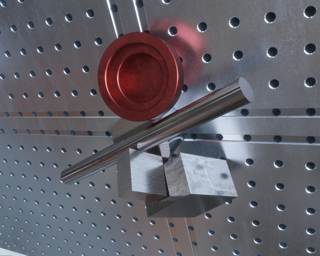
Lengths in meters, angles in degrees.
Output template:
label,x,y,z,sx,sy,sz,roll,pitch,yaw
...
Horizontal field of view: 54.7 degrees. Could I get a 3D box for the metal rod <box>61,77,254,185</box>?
label,x,y,z,sx,sy,sz,roll,pitch,yaw
metal rod,-0.029,0.019,0.371,0.299,0.025,0.025,-27,104,37

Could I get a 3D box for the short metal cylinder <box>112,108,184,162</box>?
label,x,y,z,sx,sy,sz,roll,pitch,yaw
short metal cylinder,-0.014,0.009,0.406,0.080,0.050,0.079,13,124,20

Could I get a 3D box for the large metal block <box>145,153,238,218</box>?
label,x,y,z,sx,sy,sz,roll,pitch,yaw
large metal block,0.036,0.076,0.393,0.081,0.050,0.080,13,142,-37

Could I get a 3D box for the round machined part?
label,x,y,z,sx,sy,sz,roll,pitch,yaw
round machined part,-0.019,-0.058,0.358,0.098,0.042,0.097,3,97,22

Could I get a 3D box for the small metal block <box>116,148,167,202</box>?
label,x,y,z,sx,sy,sz,roll,pitch,yaw
small metal block,-0.022,0.056,0.361,0.050,0.050,0.025,19,142,-39
